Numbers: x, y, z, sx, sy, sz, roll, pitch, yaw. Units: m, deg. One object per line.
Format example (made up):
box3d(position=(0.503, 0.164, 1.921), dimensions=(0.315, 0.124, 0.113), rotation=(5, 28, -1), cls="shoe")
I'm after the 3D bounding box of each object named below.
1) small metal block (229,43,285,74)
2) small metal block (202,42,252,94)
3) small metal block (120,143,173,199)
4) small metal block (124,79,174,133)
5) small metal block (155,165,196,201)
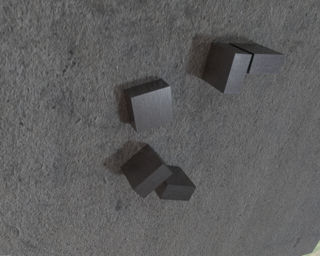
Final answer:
box3d(position=(0.122, -0.091, 0.401), dimensions=(0.050, 0.050, 0.025), rotation=(-5, 121, -26), cls="small metal block")
box3d(position=(0.082, -0.076, 0.388), dimensions=(0.025, 0.050, 0.050), rotation=(-3, 120, -27), cls="small metal block")
box3d(position=(-0.019, 0.057, 0.415), dimensions=(0.050, 0.050, 0.025), rotation=(-41, 130, 0), cls="small metal block")
box3d(position=(-0.013, -0.028, 0.383), dimensions=(0.050, 0.025, 0.050), rotation=(-19, 126, -17), cls="small metal block")
box3d(position=(0.016, 0.078, 0.447), dimensions=(0.050, 0.050, 0.025), rotation=(12, 112, -33), cls="small metal block")
